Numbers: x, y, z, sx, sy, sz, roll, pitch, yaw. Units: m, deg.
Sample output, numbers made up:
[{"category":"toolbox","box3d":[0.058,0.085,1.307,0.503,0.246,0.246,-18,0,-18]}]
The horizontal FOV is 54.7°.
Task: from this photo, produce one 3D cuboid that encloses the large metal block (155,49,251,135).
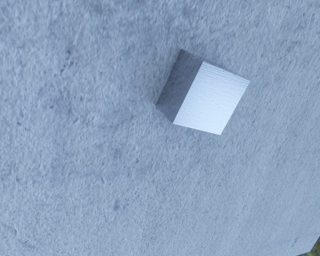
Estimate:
[{"category":"large metal block","box3d":[0.053,-0.044,0.394,0.081,0.050,0.079,13,112,-34]}]
